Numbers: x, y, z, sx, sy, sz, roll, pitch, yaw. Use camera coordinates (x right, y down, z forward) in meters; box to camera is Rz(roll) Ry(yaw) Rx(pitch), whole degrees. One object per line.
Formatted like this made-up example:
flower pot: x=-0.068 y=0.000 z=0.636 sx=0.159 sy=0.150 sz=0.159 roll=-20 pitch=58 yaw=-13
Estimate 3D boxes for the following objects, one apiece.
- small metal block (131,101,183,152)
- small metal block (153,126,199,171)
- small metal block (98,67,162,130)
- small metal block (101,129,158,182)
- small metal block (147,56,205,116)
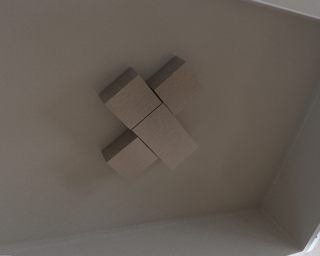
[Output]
small metal block: x=-0.007 y=-0.006 z=0.397 sx=0.050 sy=0.025 sz=0.050 roll=-41 pitch=130 yaw=0
small metal block: x=0.018 y=0.023 z=0.430 sx=0.050 sy=0.025 sz=0.050 roll=-41 pitch=130 yaw=0
small metal block: x=-0.035 y=-0.034 z=0.366 sx=0.050 sy=0.025 sz=0.050 roll=-41 pitch=130 yaw=0
small metal block: x=-0.039 y=0.036 z=0.407 sx=0.050 sy=0.025 sz=0.050 roll=-40 pitch=130 yaw=0
small metal block: x=0.019 y=-0.052 z=0.384 sx=0.050 sy=0.025 sz=0.050 roll=-42 pitch=130 yaw=-1
